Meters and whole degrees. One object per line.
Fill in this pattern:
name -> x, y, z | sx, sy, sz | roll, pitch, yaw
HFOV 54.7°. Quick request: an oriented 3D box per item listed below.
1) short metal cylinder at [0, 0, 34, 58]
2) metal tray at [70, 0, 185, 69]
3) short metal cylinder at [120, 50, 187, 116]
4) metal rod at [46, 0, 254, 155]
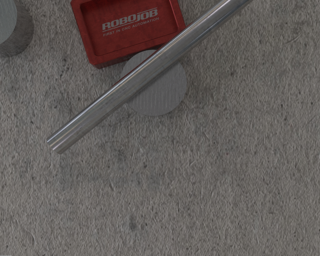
short metal cylinder -> -0.211, -0.135, 0.396 | 0.081, 0.050, 0.080 | 0, 90, 0
metal tray -> -0.039, -0.140, 0.407 | 0.131, 0.030, 0.090 | -18, 90, 0
short metal cylinder -> -0.008, -0.055, 0.397 | 0.081, 0.050, 0.080 | 0, 90, 0
metal rod -> -0.005, -0.073, 0.359 | 0.300, 0.025, 0.025 | -39, 90, 0
